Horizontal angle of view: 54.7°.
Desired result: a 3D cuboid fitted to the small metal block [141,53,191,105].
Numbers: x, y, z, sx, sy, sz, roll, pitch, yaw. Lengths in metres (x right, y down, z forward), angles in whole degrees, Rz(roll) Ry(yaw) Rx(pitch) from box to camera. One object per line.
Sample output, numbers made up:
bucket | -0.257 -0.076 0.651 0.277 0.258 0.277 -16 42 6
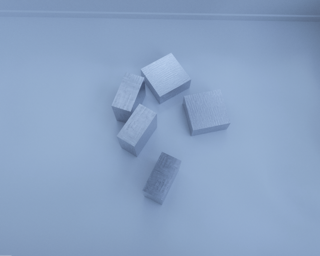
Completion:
small metal block | 0.008 -0.069 0.435 0.050 0.025 0.050 -30 73 -11

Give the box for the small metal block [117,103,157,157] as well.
small metal block | -0.028 0.004 0.395 0.025 0.050 0.050 30 73 10

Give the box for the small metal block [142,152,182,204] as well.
small metal block | 0.002 0.062 0.374 0.025 0.050 0.050 25 72 8

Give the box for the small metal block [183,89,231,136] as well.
small metal block | 0.062 -0.020 0.418 0.050 0.025 0.050 -11 71 -5

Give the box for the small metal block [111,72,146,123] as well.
small metal block | -0.040 -0.037 0.410 0.025 0.050 0.050 18 71 6
